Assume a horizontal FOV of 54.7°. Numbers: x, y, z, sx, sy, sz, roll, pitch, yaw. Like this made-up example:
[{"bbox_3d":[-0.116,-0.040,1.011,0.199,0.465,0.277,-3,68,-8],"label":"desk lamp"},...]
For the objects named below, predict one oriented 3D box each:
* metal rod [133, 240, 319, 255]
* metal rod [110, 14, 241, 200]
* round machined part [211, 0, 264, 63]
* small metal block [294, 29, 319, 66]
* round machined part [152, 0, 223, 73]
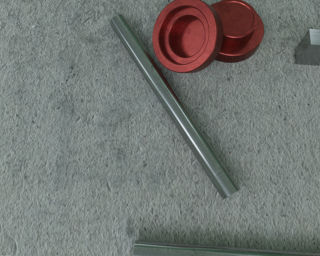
[{"bbox_3d":[0.121,0.151,0.353,0.302,0.025,0.025,4,70,1],"label":"metal rod"},{"bbox_3d":[0.012,-0.040,0.422,0.025,0.025,0.299,-29,73,-10],"label":"metal rod"},{"bbox_3d":[0.104,-0.149,0.454,0.099,0.042,0.098,0,70,0],"label":"round machined part"},{"bbox_3d":[0.226,-0.112,0.438,0.050,0.050,0.025,4,70,1],"label":"small metal block"},{"bbox_3d":[0.041,-0.125,0.428,0.098,0.042,0.097,5,99,33],"label":"round machined part"}]
